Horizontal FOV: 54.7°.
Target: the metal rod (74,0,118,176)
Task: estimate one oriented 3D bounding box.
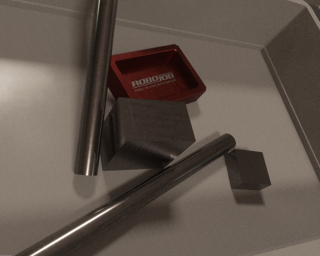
[{"bbox_3d":[-0.066,-0.098,0.349,0.025,0.025,0.298,8,84,-25],"label":"metal rod"}]

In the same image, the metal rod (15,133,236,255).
[{"bbox_3d":[-0.010,0.070,0.358,0.302,0.025,0.025,-25,76,-37],"label":"metal rod"}]

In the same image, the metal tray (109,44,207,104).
[{"bbox_3d":[-0.006,-0.068,0.441,0.131,0.030,0.090,-21,73,-36],"label":"metal tray"}]

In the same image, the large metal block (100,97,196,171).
[{"bbox_3d":[-0.019,0.010,0.355,0.081,0.080,0.050,1,61,-28],"label":"large metal block"}]

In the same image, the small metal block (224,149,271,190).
[{"bbox_3d":[0.124,0.060,0.438,0.050,0.025,0.050,8,58,-24],"label":"small metal block"}]
